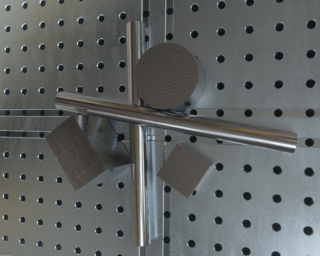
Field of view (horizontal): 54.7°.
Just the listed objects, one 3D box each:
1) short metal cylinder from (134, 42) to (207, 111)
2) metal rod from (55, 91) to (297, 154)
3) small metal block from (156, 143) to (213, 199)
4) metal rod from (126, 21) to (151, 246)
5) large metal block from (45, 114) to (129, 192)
[{"bbox_3d":[0.015,-0.062,0.393,0.080,0.050,0.079,0,90,19],"label":"short metal cylinder"},{"bbox_3d":[0.010,-0.009,0.388,0.301,0.025,0.025,11,94,11],"label":"metal rod"},{"bbox_3d":[0.032,0.054,0.401,0.050,0.025,0.050,35,101,16],"label":"small metal block"},{"bbox_3d":[-0.029,0.007,0.422,0.025,0.025,0.298,-2,89,19],"label":"metal rod"},{"bbox_3d":[-0.090,0.030,0.413,0.050,0.080,0.080,-36,79,16],"label":"large metal block"}]
